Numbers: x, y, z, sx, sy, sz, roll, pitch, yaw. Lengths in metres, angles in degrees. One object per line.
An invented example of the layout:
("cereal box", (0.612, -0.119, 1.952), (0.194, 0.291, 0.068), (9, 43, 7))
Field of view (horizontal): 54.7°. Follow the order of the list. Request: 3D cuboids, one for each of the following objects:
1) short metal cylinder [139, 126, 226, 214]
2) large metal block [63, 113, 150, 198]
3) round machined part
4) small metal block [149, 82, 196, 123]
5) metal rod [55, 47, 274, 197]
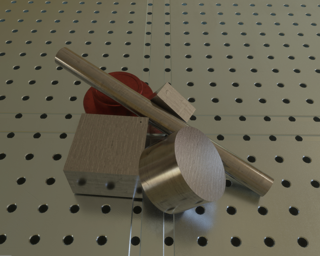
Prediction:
("short metal cylinder", (0.024, 0.045, 0.326), (0.080, 0.050, 0.080), (30, 45, -35))
("large metal block", (-0.056, 0.031, 0.361), (0.080, 0.050, 0.080), (4, 50, 3))
("round machined part", (-0.057, -0.041, 0.431), (0.099, 0.042, 0.098), (0, 50, 0))
("small metal block", (0.009, -0.025, 0.400), (0.050, 0.050, 0.025), (42, 58, -11))
("metal rod", (-0.002, -0.013, 0.376), (0.301, 0.025, 0.025), (33, 56, 9))
